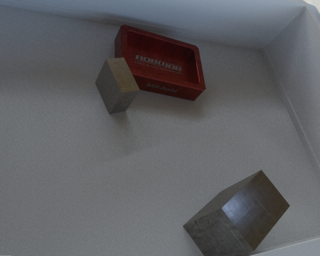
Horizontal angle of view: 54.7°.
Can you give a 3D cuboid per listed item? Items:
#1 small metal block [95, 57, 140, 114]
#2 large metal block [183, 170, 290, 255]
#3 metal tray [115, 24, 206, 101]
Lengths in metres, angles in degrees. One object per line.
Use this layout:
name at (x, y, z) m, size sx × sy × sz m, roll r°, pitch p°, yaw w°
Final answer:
small metal block at (-0.055, -0.053, 0.393) m, size 0.025 × 0.050 × 0.050 m, roll -14°, pitch 69°, yaw -34°
large metal block at (0.086, 0.102, 0.357) m, size 0.081 × 0.080 × 0.050 m, roll -29°, pitch 78°, yaw -38°
metal tray at (0.000, -0.096, 0.462) m, size 0.131 × 0.030 × 0.090 m, roll 9°, pitch 58°, yaw -24°
